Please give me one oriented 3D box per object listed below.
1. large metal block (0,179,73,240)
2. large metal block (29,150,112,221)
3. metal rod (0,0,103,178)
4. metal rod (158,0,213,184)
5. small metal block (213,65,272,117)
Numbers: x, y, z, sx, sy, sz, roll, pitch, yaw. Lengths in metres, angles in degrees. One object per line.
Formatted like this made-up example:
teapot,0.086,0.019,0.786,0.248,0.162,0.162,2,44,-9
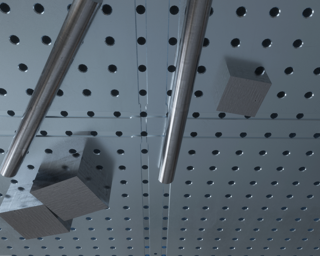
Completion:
large metal block,-0.198,0.134,0.507,0.080,0.050,0.080,-13,129,11
large metal block,-0.131,0.089,0.470,0.080,0.050,0.080,-20,127,16
metal rod,-0.147,-0.033,0.381,0.025,0.025,0.298,26,126,-20
metal rod,0.026,-0.036,0.380,0.025,0.025,0.298,5,130,-4
small metal block,0.098,-0.044,0.375,0.050,0.025,0.050,9,130,-8
